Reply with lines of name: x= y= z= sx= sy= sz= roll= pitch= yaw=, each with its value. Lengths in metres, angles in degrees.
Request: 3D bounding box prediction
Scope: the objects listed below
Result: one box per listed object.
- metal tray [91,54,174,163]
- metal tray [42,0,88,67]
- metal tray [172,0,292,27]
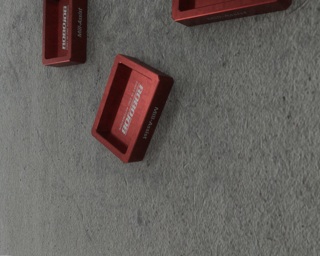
metal tray: x=-0.043 y=-0.027 z=0.437 sx=0.090 sy=0.030 sz=0.129 roll=34 pitch=111 yaw=34
metal tray: x=-0.167 y=-0.176 z=0.539 sx=0.090 sy=0.030 sz=0.129 roll=3 pitch=92 yaw=40
metal tray: x=0.075 y=-0.168 z=0.339 sx=0.130 sy=0.030 sz=0.089 roll=5 pitch=93 yaw=39
